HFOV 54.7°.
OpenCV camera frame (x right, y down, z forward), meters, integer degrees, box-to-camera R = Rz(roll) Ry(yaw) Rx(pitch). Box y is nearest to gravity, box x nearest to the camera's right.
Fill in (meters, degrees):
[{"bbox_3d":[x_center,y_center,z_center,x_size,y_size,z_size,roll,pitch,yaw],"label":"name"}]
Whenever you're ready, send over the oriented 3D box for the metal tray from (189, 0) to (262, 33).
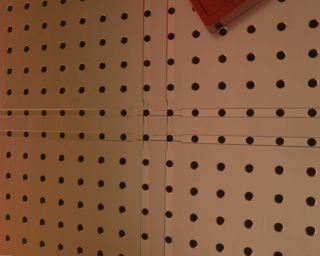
[{"bbox_3d":[0.092,-0.192,0.377,0.130,0.030,0.090,-32,80,17],"label":"metal tray"}]
